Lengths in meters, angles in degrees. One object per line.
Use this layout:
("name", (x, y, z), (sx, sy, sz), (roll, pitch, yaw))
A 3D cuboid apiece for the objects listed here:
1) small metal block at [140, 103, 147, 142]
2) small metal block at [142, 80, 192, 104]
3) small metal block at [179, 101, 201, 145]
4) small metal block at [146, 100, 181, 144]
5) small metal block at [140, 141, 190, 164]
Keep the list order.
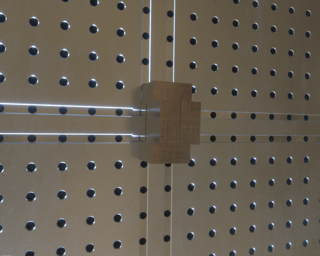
("small metal block", (0.002, -0.007, 0.412), (0.050, 0.025, 0.050), (2, 90, -19))
("small metal block", (0.008, -0.044, 0.401), (0.050, 0.050, 0.025), (2, 90, -20))
("small metal block", (0.027, -0.006, 0.382), (0.025, 0.050, 0.050), (2, 89, -19))
("small metal block", (0.003, -0.007, 0.373), (0.025, 0.050, 0.050), (2, 90, -20))
("small metal block", (0.005, 0.031, 0.401), (0.050, 0.050, 0.025), (2, 90, -20))
